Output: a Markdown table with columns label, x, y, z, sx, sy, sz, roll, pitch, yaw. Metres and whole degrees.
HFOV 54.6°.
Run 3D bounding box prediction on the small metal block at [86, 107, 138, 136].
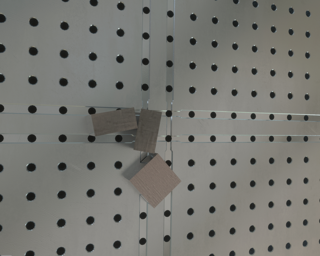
| label | x | y | z | sx | sy | sz | roll | pitch | yaw |
| --- | --- | --- | --- | --- | --- | --- | --- | --- | --- |
| small metal block | -0.060 | -0.008 | 0.377 | 0.050 | 0.050 | 0.025 | -11 | 94 | -20 |

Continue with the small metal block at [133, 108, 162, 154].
| label | x | y | z | sx | sy | sz | roll | pitch | yaw |
| --- | --- | --- | --- | --- | --- | --- | --- | --- | --- |
| small metal block | -0.015 | 0.005 | 0.391 | 0.025 | 0.050 | 0.050 | 10 | 86 | 0 |

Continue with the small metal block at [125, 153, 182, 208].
| label | x | y | z | sx | sy | sz | roll | pitch | yaw |
| --- | --- | --- | --- | --- | --- | --- | --- | --- | --- |
| small metal block | -0.009 | 0.068 | 0.409 | 0.050 | 0.025 | 0.050 | -43 | 104 | -15 |
